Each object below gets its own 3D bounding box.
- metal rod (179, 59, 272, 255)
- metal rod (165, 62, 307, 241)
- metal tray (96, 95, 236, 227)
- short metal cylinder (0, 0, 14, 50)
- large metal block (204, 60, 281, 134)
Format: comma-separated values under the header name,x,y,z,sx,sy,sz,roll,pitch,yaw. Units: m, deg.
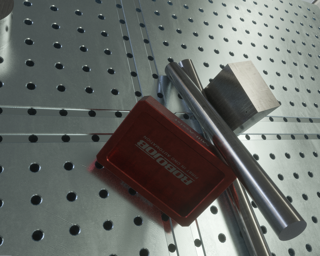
name,x,y,z,sx,sy,sz,roll,pitch,yaw
metal rod,0.082,0.030,0.433,0.025,0.025,0.299,-4,64,-30
metal rod,0.063,-0.004,0.361,0.025,0.025,0.300,7,32,-25
metal tray,0.007,0.038,0.346,0.130,0.090,0.030,38,18,-3
short metal cylinder,-0.215,-0.133,0.358,0.081,0.050,0.080,14,56,-21
large metal block,0.114,-0.041,0.459,0.050,0.080,0.080,-15,70,-34
